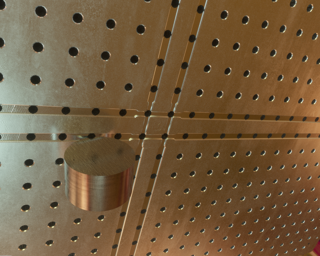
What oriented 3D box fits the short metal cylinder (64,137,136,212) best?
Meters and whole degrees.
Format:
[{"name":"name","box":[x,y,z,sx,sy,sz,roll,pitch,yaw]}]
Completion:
[{"name":"short metal cylinder","box":[-0.071,0.052,0.368,0.081,0.080,0.050,-7,121,-25]}]
